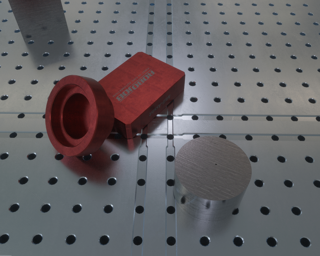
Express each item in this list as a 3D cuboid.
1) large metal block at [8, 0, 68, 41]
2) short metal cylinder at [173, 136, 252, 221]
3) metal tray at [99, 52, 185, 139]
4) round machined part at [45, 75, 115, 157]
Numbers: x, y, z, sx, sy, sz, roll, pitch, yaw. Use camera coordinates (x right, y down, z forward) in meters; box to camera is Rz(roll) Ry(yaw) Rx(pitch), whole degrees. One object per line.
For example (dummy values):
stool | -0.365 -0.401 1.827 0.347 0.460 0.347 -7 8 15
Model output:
large metal block | -0.218 -0.212 0.549 0.081 0.080 0.050 -20 53 -16
short metal cylinder | 0.056 0.056 0.345 0.081 0.050 0.080 0 50 0
metal tray | -0.036 -0.053 0.448 0.090 0.030 0.131 30 56 23
round machined part | -0.095 -0.014 0.384 0.098 0.097 0.042 42 23 29
